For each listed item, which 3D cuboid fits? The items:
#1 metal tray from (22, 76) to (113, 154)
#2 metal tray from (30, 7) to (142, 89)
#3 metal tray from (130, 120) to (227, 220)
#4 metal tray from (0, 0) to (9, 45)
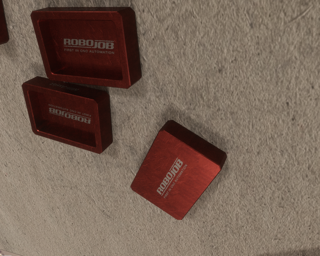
[{"bbox_3d":[-0.137,-0.020,0.460,0.130,0.030,0.089,14,124,19],"label":"metal tray"},{"bbox_3d":[-0.091,-0.101,0.386,0.130,0.030,0.089,9,123,23],"label":"metal tray"},{"bbox_3d":[0.021,0.062,0.430,0.090,0.030,0.129,32,128,6],"label":"metal tray"},{"bbox_3d":[-0.264,-0.185,0.424,0.090,0.030,0.129,18,126,17],"label":"metal tray"}]
